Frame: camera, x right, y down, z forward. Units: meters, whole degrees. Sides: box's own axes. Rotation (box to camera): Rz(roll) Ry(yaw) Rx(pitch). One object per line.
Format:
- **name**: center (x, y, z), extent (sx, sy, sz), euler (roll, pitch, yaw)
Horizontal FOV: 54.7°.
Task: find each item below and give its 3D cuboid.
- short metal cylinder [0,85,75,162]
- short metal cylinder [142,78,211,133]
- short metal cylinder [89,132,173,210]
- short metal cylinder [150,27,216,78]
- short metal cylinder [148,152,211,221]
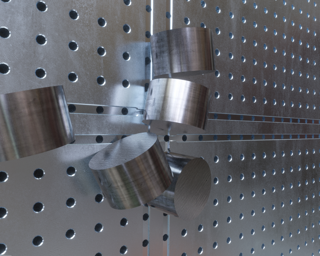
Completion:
- **short metal cylinder**: center (-0.121, -0.006, 0.272), extent (0.081, 0.080, 0.050), euler (-18, 102, -39)
- **short metal cylinder**: center (0.021, -0.026, 0.391), extent (0.081, 0.080, 0.050), euler (16, 80, -39)
- **short metal cylinder**: center (-0.031, 0.046, 0.347), extent (0.081, 0.080, 0.050), euler (-34, 111, -35)
- **short metal cylinder**: center (0.029, -0.094, 0.397), extent (0.081, 0.080, 0.050), euler (-9, 96, -40)
- **short metal cylinder**: center (0.024, 0.074, 0.404), extent (0.081, 0.050, 0.079), euler (-10, 104, -48)
